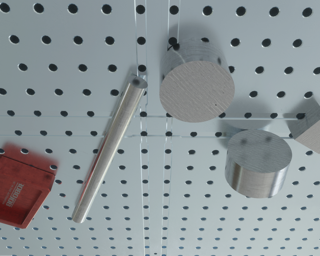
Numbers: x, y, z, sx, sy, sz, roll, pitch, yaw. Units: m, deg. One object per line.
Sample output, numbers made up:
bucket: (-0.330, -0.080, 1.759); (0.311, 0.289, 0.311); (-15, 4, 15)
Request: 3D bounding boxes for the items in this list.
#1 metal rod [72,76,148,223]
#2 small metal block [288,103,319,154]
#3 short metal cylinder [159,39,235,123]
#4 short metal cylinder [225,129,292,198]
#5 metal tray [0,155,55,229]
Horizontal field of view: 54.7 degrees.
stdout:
metal rod: (-0.084, 0.051, 0.453); (0.025, 0.025, 0.298); (18, 128, -15)
small metal block: (0.213, 0.002, 0.416); (0.050, 0.025, 0.050); (26, 125, -21)
short metal cylinder: (0.040, -0.052, 0.351); (0.081, 0.050, 0.079); (0, 130, 0)
short metal cylinder: (0.130, 0.047, 0.417); (0.080, 0.080, 0.050); (-2, 130, 2)
metal tray: (-0.236, 0.107, 0.497); (0.090, 0.030, 0.129); (26, 126, -21)
